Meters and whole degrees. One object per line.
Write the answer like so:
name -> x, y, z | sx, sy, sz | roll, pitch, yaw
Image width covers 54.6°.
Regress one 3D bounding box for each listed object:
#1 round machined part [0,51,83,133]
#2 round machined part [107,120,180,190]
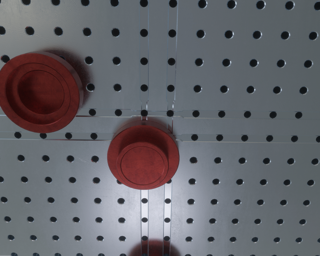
round machined part -> -0.145, -0.046, 0.386 | 0.099, 0.042, 0.097 | 0, 110, 0
round machined part -> -0.023, 0.042, 0.420 | 0.099, 0.042, 0.097 | 0, 110, 0
